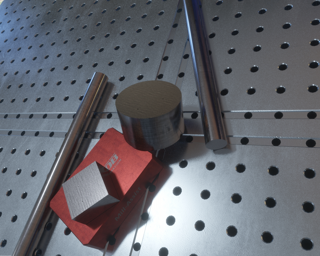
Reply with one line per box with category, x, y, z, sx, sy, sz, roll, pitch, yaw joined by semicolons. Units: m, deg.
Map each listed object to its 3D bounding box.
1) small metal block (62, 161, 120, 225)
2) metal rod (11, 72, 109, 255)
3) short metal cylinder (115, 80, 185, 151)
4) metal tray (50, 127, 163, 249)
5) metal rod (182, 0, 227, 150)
small metal block;-0.082;0.076;0.364;0.050;0.025;0.050;-35;52;4
metal rod;-0.139;0.047;0.450;0.025;0.025;0.300;4;63;29
short metal cylinder;-0.011;-0.017;0.389;0.080;0.050;0.080;-5;40;4
metal tray;-0.069;0.072;0.395;0.090;0.030;0.130;30;78;37
metal rod;0.057;-0.106;0.442;0.025;0.025;0.299;-16;55;18
